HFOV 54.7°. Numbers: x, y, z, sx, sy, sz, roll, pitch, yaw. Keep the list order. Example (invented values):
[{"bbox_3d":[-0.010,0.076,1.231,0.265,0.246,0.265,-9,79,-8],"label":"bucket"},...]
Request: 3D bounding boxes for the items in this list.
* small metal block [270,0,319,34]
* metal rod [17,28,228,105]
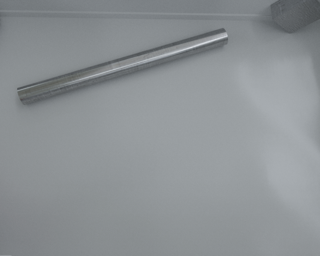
[{"bbox_3d":[0.198,-0.169,0.450,0.050,0.050,0.025,17,65,-38],"label":"small metal block"},{"bbox_3d":[-0.047,-0.090,0.441,0.302,0.025,0.025,-18,71,-7],"label":"metal rod"}]
